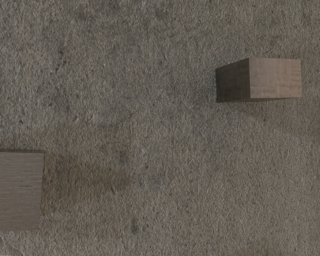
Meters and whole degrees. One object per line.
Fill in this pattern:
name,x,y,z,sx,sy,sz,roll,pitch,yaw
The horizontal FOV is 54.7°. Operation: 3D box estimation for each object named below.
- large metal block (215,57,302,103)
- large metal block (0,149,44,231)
large metal block,0.134,-0.063,0.429,0.081,0.080,0.050,-3,91,-20
large metal block,-0.170,0.064,0.333,0.081,0.050,0.080,4,89,-20
